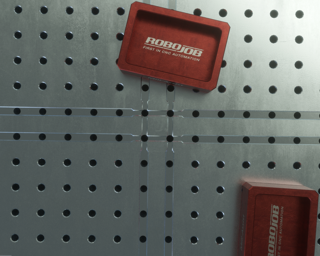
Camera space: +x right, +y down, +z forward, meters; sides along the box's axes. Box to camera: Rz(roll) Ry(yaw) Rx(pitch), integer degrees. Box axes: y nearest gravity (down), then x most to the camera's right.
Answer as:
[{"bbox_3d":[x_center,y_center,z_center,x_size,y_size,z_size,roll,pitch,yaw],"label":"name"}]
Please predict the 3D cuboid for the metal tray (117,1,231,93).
[{"bbox_3d":[0.018,-0.105,0.410,0.131,0.030,0.090,13,90,0],"label":"metal tray"}]

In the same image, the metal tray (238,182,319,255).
[{"bbox_3d":[0.154,0.142,0.411,0.090,0.030,0.129,4,90,0],"label":"metal tray"}]
